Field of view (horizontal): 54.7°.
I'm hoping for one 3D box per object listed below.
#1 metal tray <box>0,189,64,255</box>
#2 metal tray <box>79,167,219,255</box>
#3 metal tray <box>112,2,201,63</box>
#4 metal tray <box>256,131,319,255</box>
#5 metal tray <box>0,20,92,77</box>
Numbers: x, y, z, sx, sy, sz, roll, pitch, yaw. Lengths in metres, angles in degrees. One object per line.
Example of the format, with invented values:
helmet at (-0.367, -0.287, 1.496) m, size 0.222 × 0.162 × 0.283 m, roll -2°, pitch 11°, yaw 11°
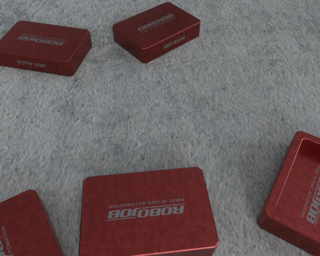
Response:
metal tray at (-0.138, 0.132, 0.288) m, size 0.091 × 0.030 × 0.130 m, roll -25°, pitch 55°, yaw -20°
metal tray at (-0.014, 0.091, 0.323) m, size 0.131 × 0.030 × 0.090 m, roll -5°, pitch 50°, yaw -5°
metal tray at (-0.005, -0.171, 0.544) m, size 0.131 × 0.030 × 0.090 m, roll -33°, pitch 58°, yaw -25°
metal tray at (0.174, 0.071, 0.342) m, size 0.090 × 0.030 × 0.130 m, roll 25°, pitch 54°, yaw 19°
metal tray at (-0.190, -0.133, 0.509) m, size 0.131 × 0.030 × 0.090 m, roll 10°, pitch 51°, yaw 8°
